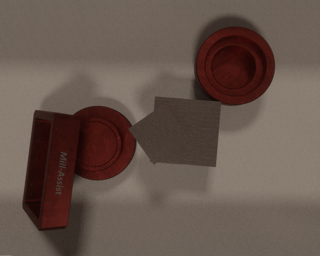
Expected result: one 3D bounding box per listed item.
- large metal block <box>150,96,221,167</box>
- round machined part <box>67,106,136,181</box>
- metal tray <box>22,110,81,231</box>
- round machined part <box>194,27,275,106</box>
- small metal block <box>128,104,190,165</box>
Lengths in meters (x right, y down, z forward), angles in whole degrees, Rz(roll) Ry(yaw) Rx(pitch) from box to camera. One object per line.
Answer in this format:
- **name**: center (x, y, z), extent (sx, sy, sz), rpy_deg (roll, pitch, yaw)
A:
- **large metal block**: center (0.031, 0.004, 0.399), extent (0.081, 0.050, 0.079), rpy_deg (5, 90, -1)
- **round machined part**: center (-0.081, 0.020, 0.402), extent (0.099, 0.042, 0.097), rpy_deg (0, 90, -1)
- **metal tray**: center (-0.134, 0.046, 0.376), extent (0.030, 0.090, 0.129), rpy_deg (7, 91, -36)
- **round machined part**: center (0.094, -0.077, 0.404), extent (0.099, 0.042, 0.097), rpy_deg (0, 90, -1)
- **small metal block**: center (-0.001, 0.007, 0.362), extent (0.050, 0.025, 0.050), rpy_deg (-35, 90, 0)
